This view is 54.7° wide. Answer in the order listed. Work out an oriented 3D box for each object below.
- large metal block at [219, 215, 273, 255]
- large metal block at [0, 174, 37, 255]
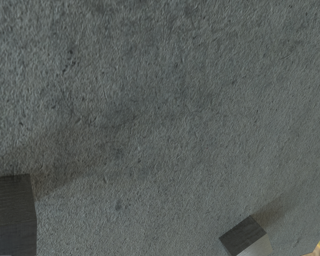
[{"bbox_3d":[0.177,0.239,0.635,0.080,0.050,0.080,-33,129,-7],"label":"large metal block"},{"bbox_3d":[-0.180,0.097,0.333,0.081,0.080,0.050,-2,120,-27],"label":"large metal block"}]
